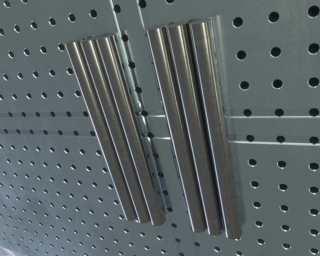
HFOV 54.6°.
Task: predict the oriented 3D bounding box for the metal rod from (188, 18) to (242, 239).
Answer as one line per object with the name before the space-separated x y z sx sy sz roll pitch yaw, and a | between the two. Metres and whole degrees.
metal rod | 0.074 0.021 0.384 0.025 0.025 0.298 1 119 28

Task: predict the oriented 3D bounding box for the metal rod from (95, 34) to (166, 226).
metal rod | -0.034 0.020 0.441 0.025 0.025 0.298 1 119 28

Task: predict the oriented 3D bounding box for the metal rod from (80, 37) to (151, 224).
metal rod | -0.056 0.020 0.453 0.025 0.025 0.298 1 119 28

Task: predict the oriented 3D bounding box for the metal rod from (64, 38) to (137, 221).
metal rod | -0.079 0.019 0.465 0.025 0.025 0.298 1 119 28

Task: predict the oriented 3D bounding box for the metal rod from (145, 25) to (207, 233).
metal rod | 0.028 0.019 0.408 0.025 0.025 0.298 1 119 28

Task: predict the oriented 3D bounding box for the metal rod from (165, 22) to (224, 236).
metal rod | 0.050 0.020 0.397 0.025 0.025 0.298 1 119 28
